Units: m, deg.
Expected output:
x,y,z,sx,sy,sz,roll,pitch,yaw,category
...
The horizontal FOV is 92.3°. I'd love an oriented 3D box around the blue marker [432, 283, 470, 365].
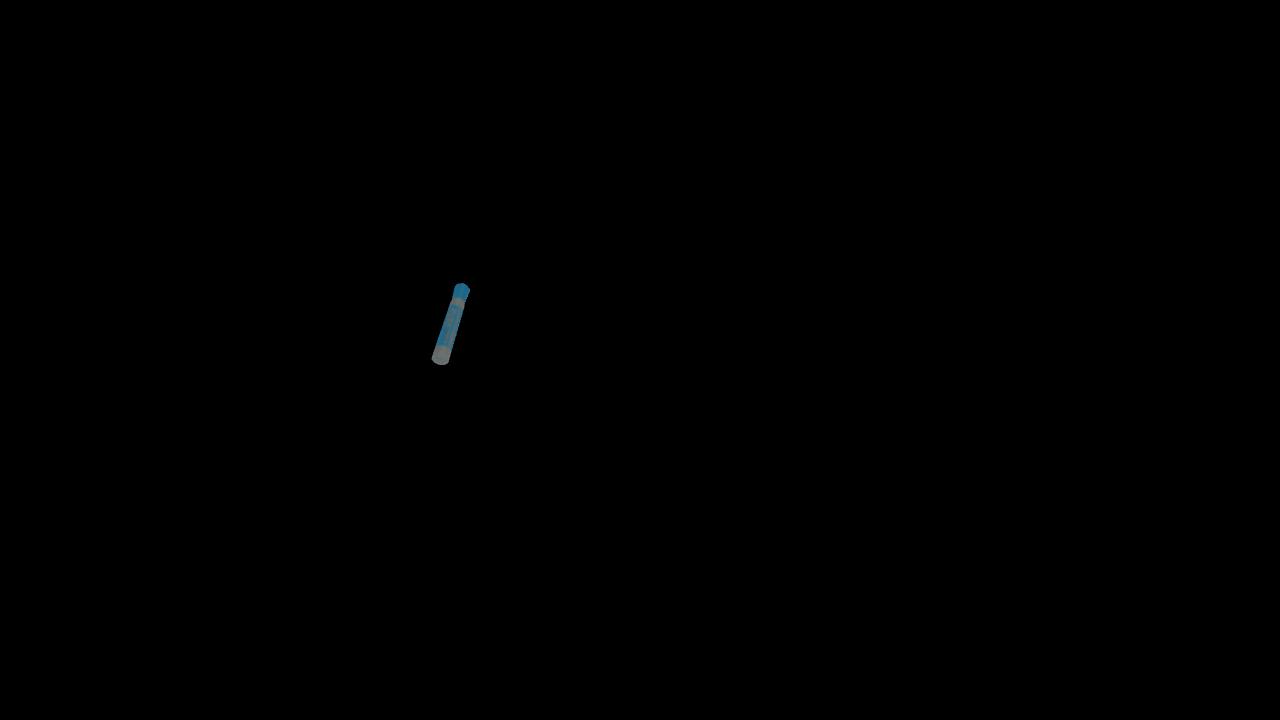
x,y,z,sx,sy,sz,roll,pitch,yaw,category
-0.224,-0.046,0.734,0.020,0.121,0.020,2,-39,1,blue marker
